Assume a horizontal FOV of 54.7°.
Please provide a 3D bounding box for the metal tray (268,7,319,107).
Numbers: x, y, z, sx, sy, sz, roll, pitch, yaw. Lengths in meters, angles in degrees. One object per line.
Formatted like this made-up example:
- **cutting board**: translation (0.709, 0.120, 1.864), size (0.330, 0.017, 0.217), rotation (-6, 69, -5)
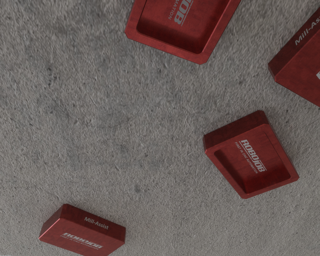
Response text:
- **metal tray**: translation (0.195, -0.088, 0.331), size (0.090, 0.030, 0.129), rotation (24, 126, -19)

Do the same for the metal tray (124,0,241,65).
- **metal tray**: translation (0.029, -0.133, 0.290), size (0.091, 0.030, 0.129), rotation (17, 128, -14)

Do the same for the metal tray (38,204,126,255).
- **metal tray**: translation (-0.140, 0.194, 0.568), size (0.131, 0.030, 0.090), rotation (31, 123, -24)

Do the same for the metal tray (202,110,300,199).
- **metal tray**: translation (0.131, 0.043, 0.441), size (0.090, 0.030, 0.130), rotation (-27, 126, 21)
